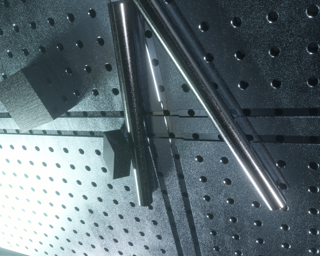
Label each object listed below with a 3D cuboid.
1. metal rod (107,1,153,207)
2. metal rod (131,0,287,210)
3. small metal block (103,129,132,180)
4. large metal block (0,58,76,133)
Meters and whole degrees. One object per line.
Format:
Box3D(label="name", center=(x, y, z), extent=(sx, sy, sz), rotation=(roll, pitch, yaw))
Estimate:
Box3D(label="metal rod", center=(-0.035, -0.012, 0.422), extent=(0.025, 0.025, 0.298), rotation=(9, 123, 23))
Box3D(label="metal rod", center=(0.064, -0.025, 0.362), extent=(0.025, 0.025, 0.299), rotation=(-26, 104, 37))
Box3D(label="small metal block", center=(-0.063, 0.038, 0.451), extent=(0.050, 0.025, 0.050), rotation=(53, 144, 46))
Box3D(label="large metal block", center=(-0.189, -0.047, 0.465), extent=(0.080, 0.050, 0.080), rotation=(-17, 110, 34))
